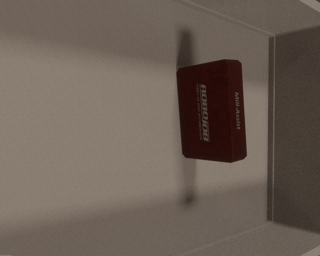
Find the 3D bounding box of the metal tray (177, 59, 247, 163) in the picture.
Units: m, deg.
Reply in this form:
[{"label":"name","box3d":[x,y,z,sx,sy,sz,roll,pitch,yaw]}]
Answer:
[{"label":"metal tray","box3d":[0.069,-0.022,0.424,0.030,0.090,0.129,-8,95,-40]}]
